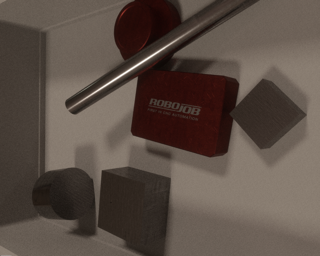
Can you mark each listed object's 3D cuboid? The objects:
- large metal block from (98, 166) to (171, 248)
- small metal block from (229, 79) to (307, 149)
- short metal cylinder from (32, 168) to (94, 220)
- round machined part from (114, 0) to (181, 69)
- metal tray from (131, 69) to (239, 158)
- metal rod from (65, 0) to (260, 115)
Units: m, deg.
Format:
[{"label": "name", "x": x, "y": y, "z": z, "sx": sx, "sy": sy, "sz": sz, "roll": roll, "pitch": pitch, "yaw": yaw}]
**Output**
[{"label": "large metal block", "x": -0.036, "y": 0.101, "z": 0.418, "sx": 0.080, "sy": 0.050, "sz": 0.079, "roll": 8, "pitch": 95, "yaw": 39}, {"label": "small metal block", "x": 0.109, "y": -0.014, "z": 0.316, "sx": 0.050, "sy": 0.025, "sz": 0.050, "roll": -50, "pitch": 61, "yaw": 28}, {"label": "short metal cylinder", "x": -0.153, "y": 0.105, "z": 0.494, "sx": 0.050, "sy": 0.081, "sz": 0.080, "roll": -12, "pitch": 82, "yaw": 39}, {"label": "round machined part", "x": -0.023, "y": -0.129, "z": 0.413, "sx": 0.098, "sy": 0.042, "sz": 0.097, "roll": 0, "pitch": 90, "yaw": 39}, {"label": "metal tray", "x": 0.025, "y": -0.023, "z": 0.382, "sx": 0.130, "sy": 0.030, "sz": 0.089, "roll": 14, "pitch": 99, "yaw": 38}, {"label": "metal rod", "x": -0.004, "y": -0.092, "z": 0.375, "sx": 0.300, "sy": 0.025, "sz": 0.025, "roll": -27, "pitch": 73, "yaw": 26}]
